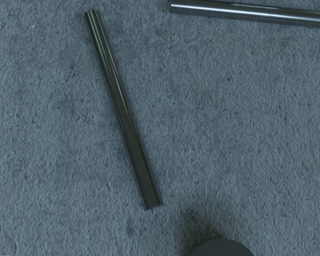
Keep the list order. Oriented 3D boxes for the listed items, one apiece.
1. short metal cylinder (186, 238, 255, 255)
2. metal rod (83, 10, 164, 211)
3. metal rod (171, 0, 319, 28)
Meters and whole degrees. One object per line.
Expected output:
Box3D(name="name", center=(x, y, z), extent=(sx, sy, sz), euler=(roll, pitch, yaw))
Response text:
Box3D(name="short metal cylinder", center=(0.065, 0.162, 0.336), extent=(0.081, 0.050, 0.080), euler=(0, 70, 0))
Box3D(name="metal rod", center=(-0.055, -0.037, 0.421), extent=(0.025, 0.025, 0.299), euler=(-18, 71, -6))
Box3D(name="metal rod", center=(0.168, -0.173, 0.472), extent=(0.302, 0.025, 0.025), euler=(7, 70, 2))
